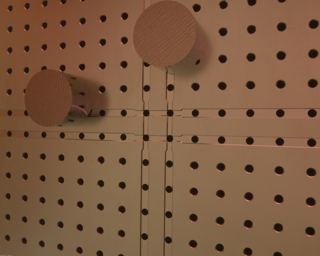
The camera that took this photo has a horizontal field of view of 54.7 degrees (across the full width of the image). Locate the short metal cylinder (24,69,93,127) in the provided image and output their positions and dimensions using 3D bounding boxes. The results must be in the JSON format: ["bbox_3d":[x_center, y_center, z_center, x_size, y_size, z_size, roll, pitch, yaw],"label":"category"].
[{"bbox_3d":[-0.147,-0.042,0.451,0.080,0.050,0.079,0,90,20],"label":"short metal cylinder"}]

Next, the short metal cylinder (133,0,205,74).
[{"bbox_3d":[0.013,-0.113,0.395,0.080,0.050,0.079,0,90,20],"label":"short metal cylinder"}]
